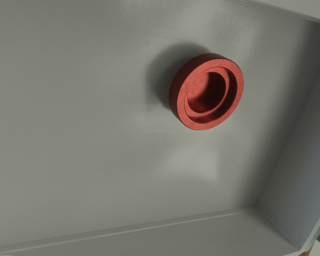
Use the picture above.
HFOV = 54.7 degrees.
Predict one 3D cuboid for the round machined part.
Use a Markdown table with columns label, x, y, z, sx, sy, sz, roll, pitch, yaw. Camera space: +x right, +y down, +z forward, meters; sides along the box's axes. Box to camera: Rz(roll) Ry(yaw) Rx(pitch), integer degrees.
| label | x | y | z | sx | sy | sz | roll | pitch | yaw |
| --- | --- | --- | --- | --- | --- | --- | --- | --- | --- |
| round machined part | 0.055 | -0.049 | 0.399 | 0.099 | 0.042 | 0.097 | -14 | 125 | -21 |
